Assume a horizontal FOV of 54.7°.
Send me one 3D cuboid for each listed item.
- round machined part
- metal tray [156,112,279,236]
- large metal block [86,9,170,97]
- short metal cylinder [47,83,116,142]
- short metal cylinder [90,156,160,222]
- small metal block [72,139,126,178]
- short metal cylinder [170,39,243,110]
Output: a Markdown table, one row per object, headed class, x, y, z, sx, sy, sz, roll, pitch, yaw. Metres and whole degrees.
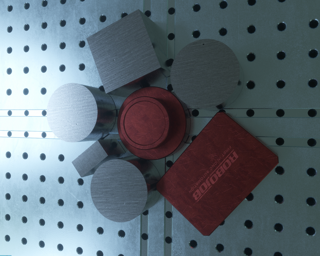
| class | x | y | z | sx | sy | sz | roll | pitch | yaw |
| --- | --- | --- | --- | --- | --- | --- | --- | --- | --- |
| round machined part | -0.013 | -0.006 | 0.407 | 0.098 | 0.042 | 0.097 | 0 | 90 | 20 |
| metal tray | 0.069 | 0.055 | 0.384 | 0.090 | 0.030 | 0.130 | 42 | 103 | 15 |
| large metal block | -0.039 | -0.096 | 0.413 | 0.080 | 0.050 | 0.080 | -23 | 83 | 18 |
| short metal cylinder | -0.110 | -0.021 | 0.437 | 0.080 | 0.050 | 0.080 | 0 | 90 | 20 |
| short metal cylinder | -0.044 | 0.079 | 0.414 | 0.080 | 0.050 | 0.080 | 0 | 90 | 20 |
| small metal block | -0.084 | 0.040 | 0.428 | 0.050 | 0.050 | 0.025 | -39 | 78 | 16 |
| short metal cylinder | 0.059 | -0.062 | 0.378 | 0.080 | 0.050 | 0.080 | 0 | 90 | 20 |
